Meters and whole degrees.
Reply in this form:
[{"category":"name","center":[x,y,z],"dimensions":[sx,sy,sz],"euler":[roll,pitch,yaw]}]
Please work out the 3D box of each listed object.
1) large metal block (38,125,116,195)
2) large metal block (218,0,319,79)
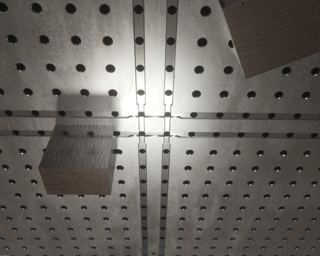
[{"category":"large metal block","center":[-0.103,0.040,0.409],"dimensions":[0.081,0.080,0.050],"euler":[1,130,-1]},{"category":"large metal block","center":[0.108,-0.107,0.306],"dimensions":[0.080,0.050,0.080],"euler":[-20,128,15]}]
